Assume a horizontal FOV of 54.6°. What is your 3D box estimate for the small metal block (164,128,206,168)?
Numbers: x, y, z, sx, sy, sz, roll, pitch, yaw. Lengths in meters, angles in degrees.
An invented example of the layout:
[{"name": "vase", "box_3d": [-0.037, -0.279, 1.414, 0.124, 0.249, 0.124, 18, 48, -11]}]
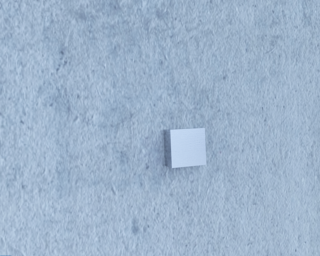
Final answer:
[{"name": "small metal block", "box_3d": [0.034, 0.026, 0.421, 0.050, 0.025, 0.050, -3, 91, -20]}]
